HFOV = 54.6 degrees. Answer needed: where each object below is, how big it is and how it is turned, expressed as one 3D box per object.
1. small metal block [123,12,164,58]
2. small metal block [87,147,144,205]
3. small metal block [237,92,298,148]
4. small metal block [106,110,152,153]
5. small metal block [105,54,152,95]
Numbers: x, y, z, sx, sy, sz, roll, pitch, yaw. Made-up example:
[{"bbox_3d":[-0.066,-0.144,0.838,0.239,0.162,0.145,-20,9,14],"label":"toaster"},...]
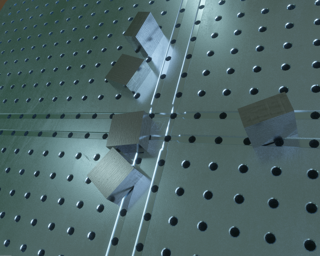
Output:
[{"bbox_3d":[-0.025,-0.149,0.498,0.025,0.050,0.050,15,70,34],"label":"small metal block"},{"bbox_3d":[-0.059,0.061,0.402,0.050,0.025,0.050,-48,51,-6],"label":"small metal block"},{"bbox_3d":[0.117,-0.007,0.335,0.050,0.050,0.025,-21,54,16],"label":"small metal block"},{"bbox_3d":[-0.042,0.006,0.427,0.050,0.025,0.050,-6,59,25],"label":"small metal block"},{"bbox_3d":[-0.050,-0.085,0.488,0.050,0.025,0.050,24,74,36],"label":"small metal block"}]
